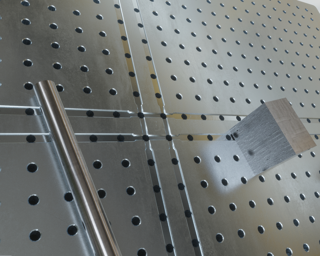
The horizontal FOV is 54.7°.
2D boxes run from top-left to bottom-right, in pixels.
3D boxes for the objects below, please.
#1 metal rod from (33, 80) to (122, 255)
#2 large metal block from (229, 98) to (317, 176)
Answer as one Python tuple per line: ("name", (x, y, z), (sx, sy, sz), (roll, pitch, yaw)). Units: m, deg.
("metal rod", (-0.074, 0.079, 0.320), (0.025, 0.025, 0.299), (-14, 69, -34))
("large metal block", (0.162, 0.013, 0.455), (0.050, 0.080, 0.080), (-13, 69, -34))
